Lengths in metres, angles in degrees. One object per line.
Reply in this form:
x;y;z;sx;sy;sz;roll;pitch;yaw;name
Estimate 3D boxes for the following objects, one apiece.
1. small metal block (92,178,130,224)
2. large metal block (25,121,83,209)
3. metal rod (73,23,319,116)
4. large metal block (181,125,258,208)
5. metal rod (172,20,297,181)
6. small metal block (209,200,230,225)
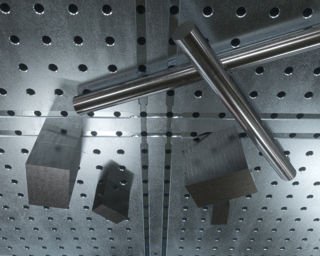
-0.077;0.116;0.494;0.025;0.050;0.050;-37;121;27;small metal block
-0.139;0.049;0.416;0.050;0.080;0.079;9;130;-8;large metal block
0.040;-0.065;0.356;0.301;0.025;0.025;-15;129;12;metal rod
0.078;0.051;0.420;0.080;0.080;0.050;-19;128;15;large metal block
0.108;-0.011;0.381;0.025;0.025;0.300;-29;132;22;metal rod
0.093;0.120;0.498;0.025;0.050;0.050;-2;130;1;small metal block
